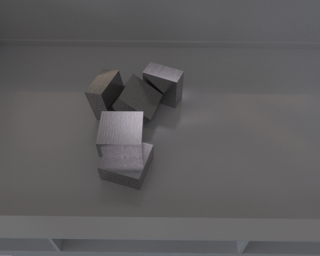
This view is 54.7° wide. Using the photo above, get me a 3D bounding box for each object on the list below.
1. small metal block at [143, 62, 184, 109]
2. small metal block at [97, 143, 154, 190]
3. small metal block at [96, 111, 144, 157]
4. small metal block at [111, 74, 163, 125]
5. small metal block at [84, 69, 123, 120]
[{"bbox_3d":[0.005,-0.060,0.440,0.050,0.050,0.025,19,53,15],"label":"small metal block"},{"bbox_3d":[-0.040,0.041,0.371,0.050,0.025,0.050,14,51,11],"label":"small metal block"},{"bbox_3d":[-0.045,0.007,0.367,0.050,0.025,0.050,0,50,0],"label":"small metal block"},{"bbox_3d":[-0.031,-0.037,0.421,0.050,0.025,0.050,35,51,-14],"label":"small metal block"},{"bbox_3d":[-0.072,-0.045,0.423,0.025,0.050,0.050,10,50,21],"label":"small metal block"}]
